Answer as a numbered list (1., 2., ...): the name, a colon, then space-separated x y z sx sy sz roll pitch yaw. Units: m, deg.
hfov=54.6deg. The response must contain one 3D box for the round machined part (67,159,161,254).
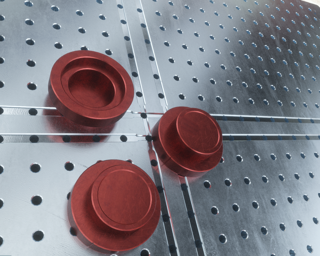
1. round machined part: -0.043 0.078 0.326 0.099 0.042 0.098 13 56 -21

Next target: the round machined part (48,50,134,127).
1. round machined part: -0.085 -0.043 0.378 0.099 0.042 0.098 13 56 -21

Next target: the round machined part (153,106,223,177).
1. round machined part: 0.043 0.012 0.413 0.099 0.042 0.098 13 56 -21
